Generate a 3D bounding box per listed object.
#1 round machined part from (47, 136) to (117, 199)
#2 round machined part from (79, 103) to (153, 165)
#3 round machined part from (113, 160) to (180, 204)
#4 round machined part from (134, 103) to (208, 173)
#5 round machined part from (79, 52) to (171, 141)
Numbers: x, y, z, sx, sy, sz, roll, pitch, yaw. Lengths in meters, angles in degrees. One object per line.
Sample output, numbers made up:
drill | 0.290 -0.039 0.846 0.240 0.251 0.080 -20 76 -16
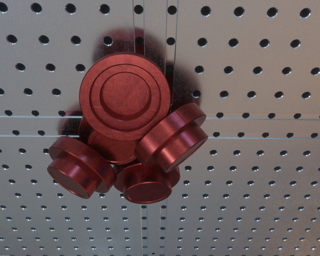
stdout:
round machined part | -0.111 0.059 0.418 0.098 0.042 0.097 24 148 17
round machined part | -0.057 0.011 0.407 0.099 0.042 0.097 -1 130 0
round machined part | -0.019 0.077 0.450 0.099 0.042 0.097 -5 142 -4
round machined part | 0.020 0.017 0.377 0.042 0.099 0.097 50 123 13
round machined part | -0.039 -0.038 0.353 0.099 0.042 0.097 -2 109 -5
